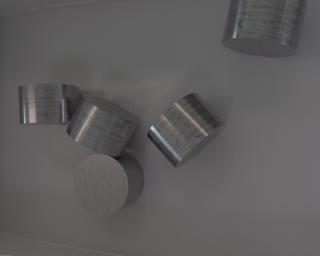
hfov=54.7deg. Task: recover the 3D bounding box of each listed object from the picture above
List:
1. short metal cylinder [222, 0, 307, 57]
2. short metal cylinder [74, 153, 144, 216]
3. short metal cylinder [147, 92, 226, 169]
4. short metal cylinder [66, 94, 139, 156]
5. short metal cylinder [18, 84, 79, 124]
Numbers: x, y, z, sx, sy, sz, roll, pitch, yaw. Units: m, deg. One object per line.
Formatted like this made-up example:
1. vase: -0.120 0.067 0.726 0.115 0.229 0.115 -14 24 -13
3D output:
1. short metal cylinder: 0.113 -0.112 0.341 0.080 0.080 0.050 13 95 19
2. short metal cylinder: -0.068 0.073 0.421 0.080 0.050 0.080 0 90 20
3. short metal cylinder: 0.032 0.003 0.370 0.080 0.080 0.050 -45 76 14
4. short metal cylinder: -0.074 -0.005 0.407 0.080 0.080 0.050 30 100 17
5. short metal cylinder: -0.154 -0.031 0.436 0.080 0.080 0.050 -3 89 20
